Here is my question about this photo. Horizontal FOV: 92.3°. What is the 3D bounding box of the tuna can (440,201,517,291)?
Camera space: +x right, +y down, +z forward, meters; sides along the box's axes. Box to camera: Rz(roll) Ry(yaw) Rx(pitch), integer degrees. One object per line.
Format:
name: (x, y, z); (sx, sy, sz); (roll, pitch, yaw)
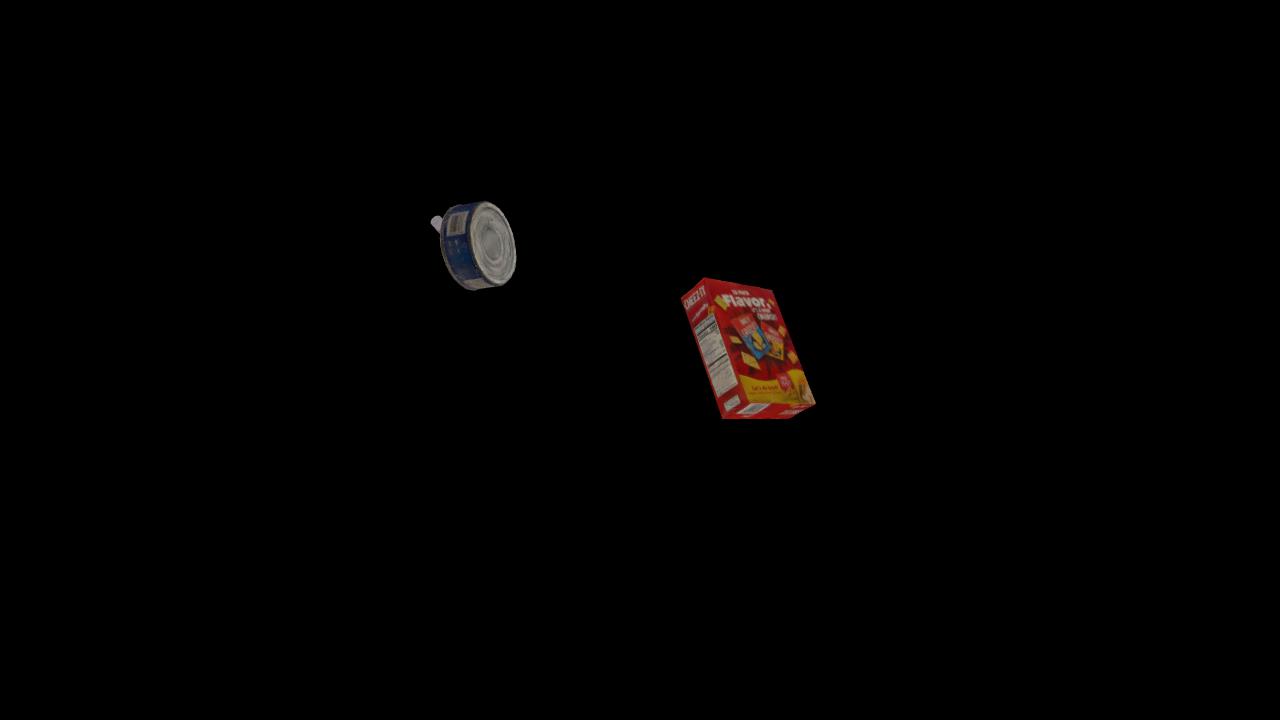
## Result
tuna can: (-0.156, -0.112, 0.603); (0.034, 0.084, 0.084); (-5, -2, 19)

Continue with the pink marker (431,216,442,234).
pink marker: (-0.291, -0.183, 0.979); (0.020, 0.020, 0.121); (0, -28, 20)

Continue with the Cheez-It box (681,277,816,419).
Cheez-It box: (0.173, -0.017, 0.988); (0.166, 0.223, 0.071); (4, -30, -39)
